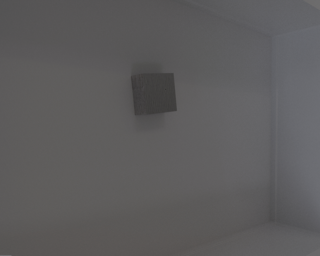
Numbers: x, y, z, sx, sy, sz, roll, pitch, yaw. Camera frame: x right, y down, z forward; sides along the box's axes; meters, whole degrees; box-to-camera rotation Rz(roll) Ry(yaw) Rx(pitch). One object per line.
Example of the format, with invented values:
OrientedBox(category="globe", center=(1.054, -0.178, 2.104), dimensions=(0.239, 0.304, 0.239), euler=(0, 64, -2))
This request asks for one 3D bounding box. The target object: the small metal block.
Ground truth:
OrientedBox(category="small metal block", center=(-0.007, -0.044, 0.399), dimensions=(0.050, 0.025, 0.050), euler=(-9, 96, -39))
